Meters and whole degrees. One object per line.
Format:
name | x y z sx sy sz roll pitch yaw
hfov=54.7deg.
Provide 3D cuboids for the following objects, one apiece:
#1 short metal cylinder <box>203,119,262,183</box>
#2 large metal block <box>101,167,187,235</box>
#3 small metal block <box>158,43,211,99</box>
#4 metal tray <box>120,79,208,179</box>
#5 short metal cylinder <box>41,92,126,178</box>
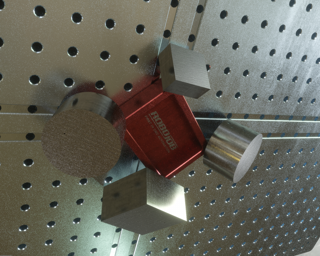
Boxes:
short metal cylinder | 0.107 0.033 0.454 0.080 0.050 0.079 -39 145 -34
large metal block | -0.022 0.104 0.425 0.080 0.050 0.080 -28 136 29
small metal block | 0.029 -0.066 0.366 0.050 0.050 0.025 9 151 -32
metal tray | 0.004 0.008 0.414 0.090 0.030 0.130 -36 129 -5
short metal cylinder | -0.080 0.007 0.336 0.081 0.050 0.079 0 116 0
